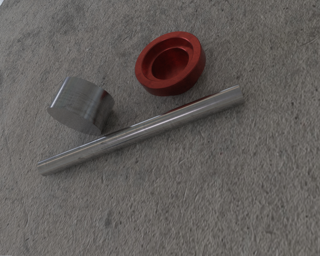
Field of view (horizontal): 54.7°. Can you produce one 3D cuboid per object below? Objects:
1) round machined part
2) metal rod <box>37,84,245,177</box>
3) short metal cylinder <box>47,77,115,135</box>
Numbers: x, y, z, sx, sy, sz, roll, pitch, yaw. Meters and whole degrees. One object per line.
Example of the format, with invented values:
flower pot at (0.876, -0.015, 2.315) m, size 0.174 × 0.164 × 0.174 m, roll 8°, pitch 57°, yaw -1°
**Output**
round machined part at (0.018, -0.084, 0.436) m, size 0.098 × 0.042 × 0.098 m, roll -13°, pitch 56°, yaw 21°
metal rod at (-0.036, 0.009, 0.417) m, size 0.301 × 0.025 × 0.025 m, roll -21°, pitch 54°, yaw 15°
short metal cylinder at (-0.112, -0.030, 0.446) m, size 0.080 × 0.080 × 0.050 m, roll 8°, pitch 66°, yaw 31°
